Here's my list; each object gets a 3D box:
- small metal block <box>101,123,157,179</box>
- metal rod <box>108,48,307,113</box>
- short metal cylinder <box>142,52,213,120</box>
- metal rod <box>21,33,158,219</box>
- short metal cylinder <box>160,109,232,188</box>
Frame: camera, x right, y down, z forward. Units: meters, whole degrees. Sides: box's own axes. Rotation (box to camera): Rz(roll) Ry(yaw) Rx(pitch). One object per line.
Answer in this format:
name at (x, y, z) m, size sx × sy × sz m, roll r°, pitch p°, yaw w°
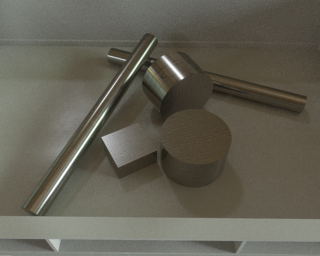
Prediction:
small metal block at (-0.038, 0.027, 0.382) m, size 0.050 × 0.025 × 0.050 m, roll -23°, pitch 54°, yaw -19°
metal rod at (0.061, -0.075, 0.468) m, size 0.301 × 0.025 × 0.025 m, roll 17°, pitch 52°, yaw 13°
short metal cylinder at (0.023, -0.054, 0.415) m, size 0.081 × 0.080 × 0.050 m, roll -23°, pitch 54°, yaw -18°
metal rod at (-0.075, -0.023, 0.405) m, size 0.025 × 0.025 × 0.300 m, roll 19°, pitch 58°, yaw 15°
short metal cylinder at (0.041, 0.023, 0.370) m, size 0.081 × 0.050 × 0.080 m, roll 0°, pitch 50°, yaw 0°
